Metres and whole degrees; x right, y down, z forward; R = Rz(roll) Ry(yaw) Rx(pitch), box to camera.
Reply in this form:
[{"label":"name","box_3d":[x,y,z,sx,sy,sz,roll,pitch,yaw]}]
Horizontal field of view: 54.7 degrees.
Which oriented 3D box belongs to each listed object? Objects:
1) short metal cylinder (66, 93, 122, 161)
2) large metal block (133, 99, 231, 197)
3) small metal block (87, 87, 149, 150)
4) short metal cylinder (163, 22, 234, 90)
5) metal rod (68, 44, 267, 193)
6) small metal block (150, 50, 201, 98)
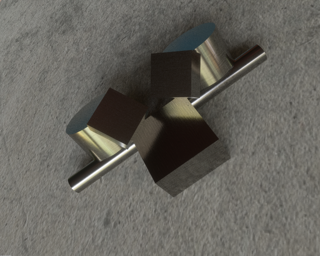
[{"label":"short metal cylinder","box_3d":[-0.076,-0.003,0.412,0.080,0.050,0.080,-28,29,18]},{"label":"large metal block","box_3d":[0.021,0.020,0.363,0.080,0.050,0.080,-36,51,4]},{"label":"small metal block","box_3d":[-0.047,-0.010,0.355,0.050,0.025,0.050,27,74,4]},{"label":"short metal cylinder","box_3d":[0.047,-0.091,0.400,0.080,0.050,0.080,-28,29,18]},{"label":"metal rod","box_3d":[0.007,-0.010,0.406,0.300,0.025,0.025,-35,52,4]},{"label":"small metal block","box_3d":[0.018,-0.059,0.351,0.050,0.025,0.050,2,93,29]}]
